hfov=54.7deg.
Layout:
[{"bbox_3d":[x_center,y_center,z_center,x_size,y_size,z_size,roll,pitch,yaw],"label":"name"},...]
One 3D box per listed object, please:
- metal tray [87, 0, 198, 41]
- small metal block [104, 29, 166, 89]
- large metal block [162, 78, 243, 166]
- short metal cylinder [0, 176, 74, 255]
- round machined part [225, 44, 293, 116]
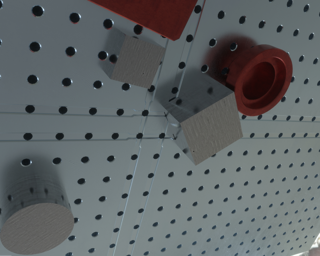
[{"bbox_3d":[-0.019,-0.153,0.304,0.131,0.030,0.089,15,111,-35],"label":"metal tray"},{"bbox_3d":[-0.029,-0.077,0.349,0.050,0.025,0.050,10,113,-33],"label":"small metal block"},{"bbox_3d":[0.060,-0.009,0.425,0.080,0.050,0.080,-30,129,-9],"label":"large metal block"},{"bbox_3d":[-0.151,0.106,0.379,0.081,0.050,0.079,-14,124,-21],"label":"short metal cylinder"},{"bbox_3d":[0.131,-0.069,0.432,0.099,0.042,0.097,-14,125,-21],"label":"round machined part"}]
